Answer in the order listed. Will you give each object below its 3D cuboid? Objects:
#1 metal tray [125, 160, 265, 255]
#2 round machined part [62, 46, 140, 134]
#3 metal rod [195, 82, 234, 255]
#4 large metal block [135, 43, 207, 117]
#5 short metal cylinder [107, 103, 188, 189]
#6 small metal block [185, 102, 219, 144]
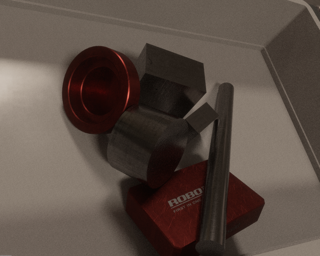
[{"bbox_3d":[0.040,0.086,0.345,0.131,0.030,0.090,-14,38,-34],"label":"metal tray"},{"bbox_3d":[-0.063,-0.042,0.359,0.042,0.098,0.098,2,57,-60],"label":"round machined part"},{"bbox_3d":[0.076,0.020,0.386,0.025,0.025,0.301,32,36,-8],"label":"metal rod"},{"bbox_3d":[0.003,-0.053,0.405,0.081,0.080,0.050,15,53,-21],"label":"large metal block"},{"bbox_3d":[-0.011,0.018,0.337,0.050,0.079,0.080,23,46,26],"label":"short metal cylinder"},{"bbox_3d":[0.045,-0.002,0.417,0.025,0.050,0.050,48,51,5],"label":"small metal block"}]
